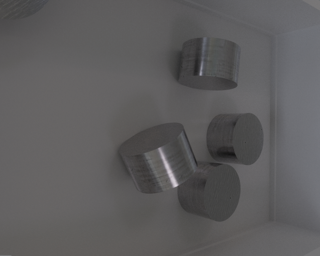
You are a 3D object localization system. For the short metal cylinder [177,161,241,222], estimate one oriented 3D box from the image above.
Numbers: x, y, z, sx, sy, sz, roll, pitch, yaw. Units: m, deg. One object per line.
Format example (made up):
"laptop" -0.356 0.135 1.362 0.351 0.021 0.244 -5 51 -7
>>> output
"short metal cylinder" 0.072 0.090 0.451 0.081 0.050 0.080 0 90 -40

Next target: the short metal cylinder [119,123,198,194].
"short metal cylinder" -0.002 0.034 0.369 0.081 0.080 0.050 -34 111 -35

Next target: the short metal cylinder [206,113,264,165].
"short metal cylinder" 0.120 0.017 0.490 0.081 0.050 0.080 0 90 -40

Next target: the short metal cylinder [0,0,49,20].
"short metal cylinder" -0.134 -0.137 0.254 0.080 0.050 0.080 -37 147 -29

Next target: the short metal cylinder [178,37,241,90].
"short metal cylinder" 0.068 -0.085 0.427 0.081 0.080 0.050 11 83 -40
